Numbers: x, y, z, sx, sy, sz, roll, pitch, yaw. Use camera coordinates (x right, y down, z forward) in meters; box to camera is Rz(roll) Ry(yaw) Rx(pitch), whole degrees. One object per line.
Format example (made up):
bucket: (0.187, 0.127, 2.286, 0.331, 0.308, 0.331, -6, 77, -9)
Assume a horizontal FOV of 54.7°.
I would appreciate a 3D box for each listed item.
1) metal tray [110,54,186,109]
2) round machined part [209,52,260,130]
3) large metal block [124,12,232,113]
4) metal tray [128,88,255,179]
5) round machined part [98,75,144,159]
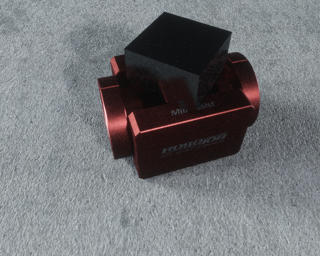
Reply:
metal tray: (0.005, -0.063, 0.417, 0.131, 0.089, 0.030, -14, 52, -12)
round machined part: (0.083, -0.045, 0.395, 0.042, 0.097, 0.098, -12, 51, -10)
large metal block: (0.020, -0.072, 0.330, 0.080, 0.050, 0.080, 24, 54, 18)
metal tray: (0.034, 0.008, 0.354, 0.131, 0.089, 0.030, -14, 52, -12)
round machined part: (-0.043, -0.015, 0.368, 0.042, 0.097, 0.098, -12, 51, -10)
